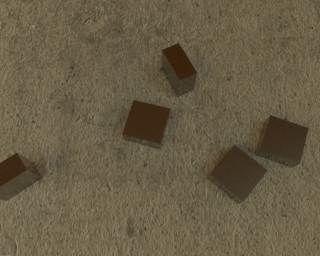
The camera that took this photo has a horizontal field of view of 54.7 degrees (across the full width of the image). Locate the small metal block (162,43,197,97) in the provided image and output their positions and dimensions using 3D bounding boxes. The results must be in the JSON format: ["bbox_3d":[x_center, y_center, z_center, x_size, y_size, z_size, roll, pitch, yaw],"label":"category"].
[{"bbox_3d":[0.025,-0.078,0.423,0.025,0.050,0.050,-26,72,-9],"label":"small metal block"}]

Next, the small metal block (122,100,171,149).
[{"bbox_3d":[-0.017,-0.004,0.409,0.050,0.025,0.050,14,71,5],"label":"small metal block"}]

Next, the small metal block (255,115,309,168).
[{"bbox_3d":[0.158,0.018,0.403,0.050,0.025,0.050,20,71,7],"label":"small metal block"}]

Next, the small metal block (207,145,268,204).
[{"bbox_3d":[0.096,0.058,0.387,0.050,0.025,0.050,40,75,13],"label":"small metal block"}]

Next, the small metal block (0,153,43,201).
[{"bbox_3d":[-0.178,0.060,0.372,0.050,0.050,0.025,-34,74,-11],"label":"small metal block"}]
